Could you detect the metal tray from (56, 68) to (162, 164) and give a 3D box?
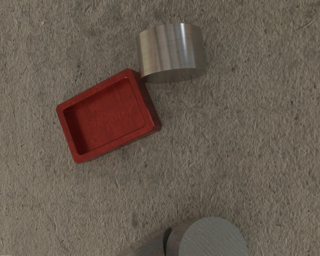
[{"bbox_3d":[-0.073,-0.014,0.432,0.130,0.030,0.090,-24,82,18],"label":"metal tray"}]

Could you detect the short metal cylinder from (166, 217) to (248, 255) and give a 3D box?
[{"bbox_3d":[0.052,0.144,0.357,0.081,0.050,0.080,5,72,-14],"label":"short metal cylinder"}]

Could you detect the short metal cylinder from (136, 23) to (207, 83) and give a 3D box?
[{"bbox_3d":[0.014,-0.087,0.375,0.080,0.080,0.050,-7,88,20],"label":"short metal cylinder"}]

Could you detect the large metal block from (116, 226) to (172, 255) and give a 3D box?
[{"bbox_3d":[-0.010,0.179,0.376,0.050,0.081,0.080,-39,76,47],"label":"large metal block"}]
